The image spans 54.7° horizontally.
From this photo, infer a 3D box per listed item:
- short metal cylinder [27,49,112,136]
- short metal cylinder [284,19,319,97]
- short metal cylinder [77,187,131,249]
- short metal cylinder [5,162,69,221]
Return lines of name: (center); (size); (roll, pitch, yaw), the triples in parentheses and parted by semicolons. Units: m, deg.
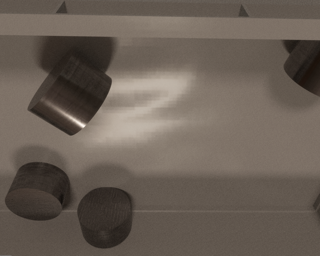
short metal cylinder: (-0.098, -0.038, 0.339); (0.050, 0.080, 0.080); (37, 121, -27)
short metal cylinder: (0.177, -0.069, 0.317); (0.081, 0.080, 0.050); (12, 129, -10)
short metal cylinder: (-0.086, 0.141, 0.492); (0.081, 0.080, 0.050); (1, 130, -1)
short metal cylinder: (-0.185, 0.097, 0.473); (0.081, 0.050, 0.079); (0, 130, 0)
